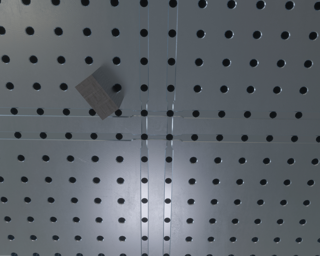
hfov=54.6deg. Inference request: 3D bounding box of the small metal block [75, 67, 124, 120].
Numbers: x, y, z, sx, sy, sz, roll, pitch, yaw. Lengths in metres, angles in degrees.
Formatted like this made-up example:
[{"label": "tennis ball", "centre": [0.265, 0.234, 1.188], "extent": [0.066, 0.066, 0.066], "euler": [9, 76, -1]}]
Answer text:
[{"label": "small metal block", "centre": [-0.073, -0.043, 0.383], "extent": [0.025, 0.050, 0.050], "euler": [-34, 107, 12]}]
